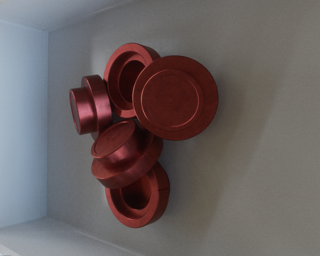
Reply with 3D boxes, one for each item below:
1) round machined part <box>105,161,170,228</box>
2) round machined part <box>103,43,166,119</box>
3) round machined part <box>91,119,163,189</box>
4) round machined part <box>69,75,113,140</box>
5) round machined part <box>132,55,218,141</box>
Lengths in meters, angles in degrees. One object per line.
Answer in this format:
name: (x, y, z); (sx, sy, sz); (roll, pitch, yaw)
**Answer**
round machined part: (-0.025, 0.079, 0.414); (0.098, 0.042, 0.097); (0, 90, 40)
round machined part: (-0.029, -0.061, 0.416); (0.098, 0.042, 0.097); (0, 90, 40)
round machined part: (-0.048, 0.026, 0.397); (0.098, 0.098, 0.042); (-8, 129, 39)
round machined part: (-0.104, -0.026, 0.451); (0.098, 0.042, 0.097); (168, 90, -68)
round machined part: (0.016, -0.033, 0.351); (0.098, 0.042, 0.097); (2, 101, 9)
